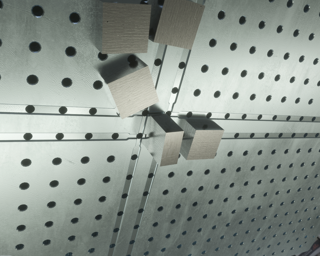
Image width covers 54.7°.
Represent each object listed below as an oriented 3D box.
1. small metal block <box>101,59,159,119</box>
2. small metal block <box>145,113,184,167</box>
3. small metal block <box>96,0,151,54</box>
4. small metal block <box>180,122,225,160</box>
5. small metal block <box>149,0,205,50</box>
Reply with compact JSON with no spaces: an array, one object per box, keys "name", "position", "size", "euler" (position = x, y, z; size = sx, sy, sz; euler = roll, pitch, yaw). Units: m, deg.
[{"name":"small metal block","position":[-0.034,-0.046,0.365],"size":[0.050,0.025,0.050],"euler":[-27,128,-12]},{"name":"small metal block","position":[0.004,0.015,0.408],"size":[0.025,0.050,0.050],"euler":[-5,121,-26]},{"name":"small metal block","position":[-0.039,-0.106,0.325],"size":[0.050,0.025,0.050],"euler":[-8,122,-25]},{"name":"small metal block","position":[0.061,0.019,0.458],"size":[0.050,0.025,0.050],"euler":[0,118,-29]},{"name":"small metal block","position":[0.016,-0.120,0.347],"size":[0.050,0.025,0.050],"euler":[3,117,-30]}]
